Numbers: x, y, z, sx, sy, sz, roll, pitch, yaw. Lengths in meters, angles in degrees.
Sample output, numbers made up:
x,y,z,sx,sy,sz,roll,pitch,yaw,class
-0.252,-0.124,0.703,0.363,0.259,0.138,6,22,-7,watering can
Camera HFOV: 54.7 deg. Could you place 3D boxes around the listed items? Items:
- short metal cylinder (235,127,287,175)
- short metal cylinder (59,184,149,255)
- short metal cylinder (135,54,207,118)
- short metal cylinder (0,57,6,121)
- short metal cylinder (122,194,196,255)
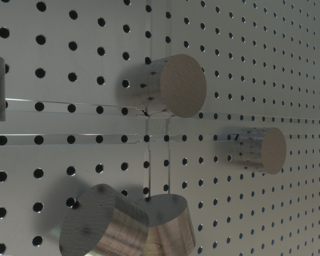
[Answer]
x,y,z,sx,sy,sz,roll,pitch,yaw,class
0.177,0.039,0.541,0.081,0.050,0.079,0,90,-40,short metal cylinder
-0.058,0.106,0.325,0.050,0.080,0.080,42,65,-32,short metal cylinder
0.015,-0.052,0.405,0.081,0.050,0.079,0,90,-40,short metal cylinder
-0.163,-0.030,0.236,0.081,0.080,0.050,-1,91,-40,short metal cylinder
-0.001,0.120,0.372,0.081,0.080,0.050,-22,105,-38,short metal cylinder
